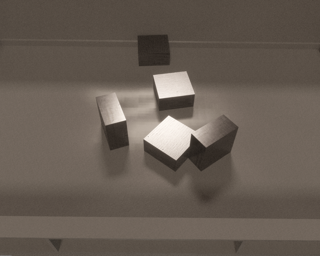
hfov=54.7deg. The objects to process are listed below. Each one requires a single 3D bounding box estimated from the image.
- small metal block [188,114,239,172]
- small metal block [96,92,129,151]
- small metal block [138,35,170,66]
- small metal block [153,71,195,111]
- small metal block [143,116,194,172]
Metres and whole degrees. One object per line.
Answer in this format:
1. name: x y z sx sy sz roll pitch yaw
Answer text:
1. small metal block: 0.063 0.018 0.374 0.050 0.050 0.025 -29 56 -23
2. small metal block: -0.060 -0.008 0.395 0.025 0.050 0.050 -16 52 -13
3. small metal block: -0.011 -0.129 0.513 0.050 0.025 0.050 -3 50 -3
4. small metal block: 0.019 -0.054 0.451 0.050 0.025 0.050 -8 51 -7
5. small metal block: 0.015 0.019 0.390 0.050 0.025 0.050 32 57 23
